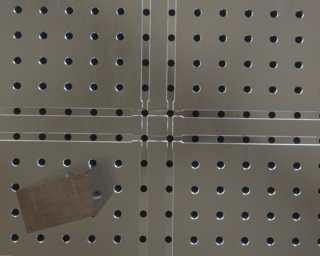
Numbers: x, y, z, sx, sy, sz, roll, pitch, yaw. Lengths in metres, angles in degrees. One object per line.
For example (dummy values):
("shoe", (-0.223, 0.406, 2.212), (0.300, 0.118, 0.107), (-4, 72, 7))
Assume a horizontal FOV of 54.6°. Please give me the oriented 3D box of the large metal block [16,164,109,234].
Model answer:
("large metal block", (-0.115, 0.083, 0.385), (0.080, 0.080, 0.050), (-15, 90, 0))
